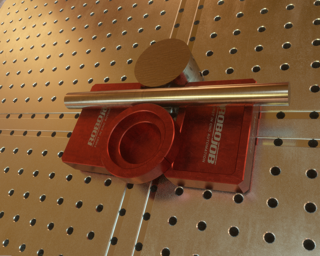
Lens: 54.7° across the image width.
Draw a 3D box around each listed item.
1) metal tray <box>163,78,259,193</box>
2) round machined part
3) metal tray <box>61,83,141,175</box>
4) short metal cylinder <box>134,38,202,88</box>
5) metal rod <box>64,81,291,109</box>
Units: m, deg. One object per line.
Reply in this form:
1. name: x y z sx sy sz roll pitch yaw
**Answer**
1. metal tray: 0.063 0.005 0.363 0.090 0.030 0.130 1 62 28
2. round machined part: -0.020 0.022 0.378 0.098 0.042 0.098 -13 56 21
3. metal tray: -0.075 -0.002 0.439 0.090 0.030 0.130 3 63 29
4. short metal cylinder: 0.012 -0.076 0.427 0.080 0.050 0.080 -13 56 21
5. metal rod: 0.000 -0.038 0.387 0.300 0.025 0.025 1 62 28
